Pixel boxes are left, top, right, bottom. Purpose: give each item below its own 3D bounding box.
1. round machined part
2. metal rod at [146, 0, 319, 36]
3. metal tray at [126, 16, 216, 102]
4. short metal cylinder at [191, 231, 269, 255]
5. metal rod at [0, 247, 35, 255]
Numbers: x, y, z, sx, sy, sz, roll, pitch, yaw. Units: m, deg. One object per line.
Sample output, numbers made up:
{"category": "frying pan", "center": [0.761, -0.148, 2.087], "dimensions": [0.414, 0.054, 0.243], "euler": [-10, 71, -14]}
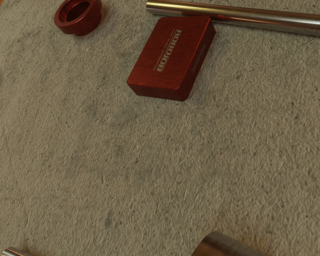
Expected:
{"category": "round machined part", "center": [-0.155, -0.221, 0.610], "dimensions": [0.098, 0.042, 0.098], "euler": [-13, 56, 21]}
{"category": "metal rod", "center": [0.097, -0.167, 0.455], "dimensions": [0.300, 0.025, 0.025], "euler": [23, 74, 36]}
{"category": "metal tray", "center": [0.017, -0.105, 0.456], "dimensions": [0.090, 0.030, 0.130], "euler": [12, 67, 32]}
{"category": "short metal cylinder", "center": [0.055, 0.134, 0.257], "dimensions": [0.050, 0.080, 0.080], "euler": [17, 71, 35]}
{"category": "metal rod", "center": [-0.068, 0.179, 0.329], "dimensions": [0.300, 0.025, 0.025], "euler": [5, 64, 30]}
